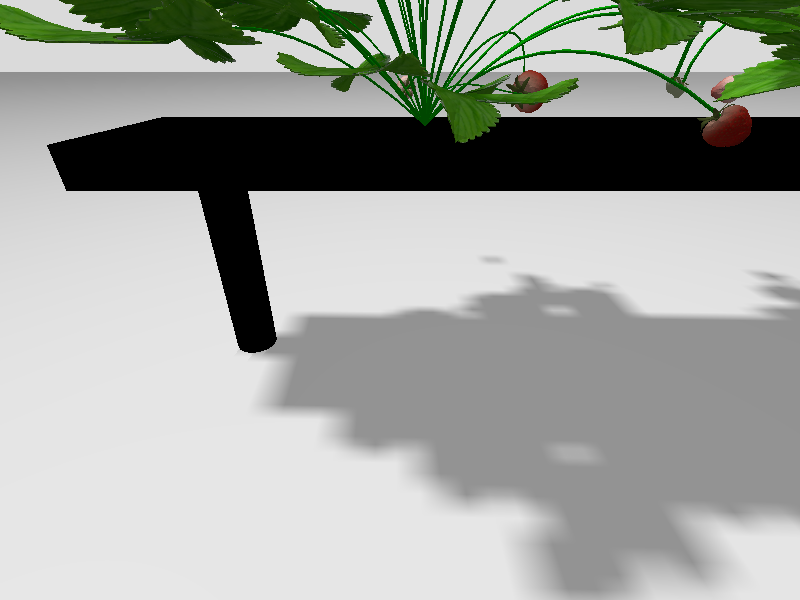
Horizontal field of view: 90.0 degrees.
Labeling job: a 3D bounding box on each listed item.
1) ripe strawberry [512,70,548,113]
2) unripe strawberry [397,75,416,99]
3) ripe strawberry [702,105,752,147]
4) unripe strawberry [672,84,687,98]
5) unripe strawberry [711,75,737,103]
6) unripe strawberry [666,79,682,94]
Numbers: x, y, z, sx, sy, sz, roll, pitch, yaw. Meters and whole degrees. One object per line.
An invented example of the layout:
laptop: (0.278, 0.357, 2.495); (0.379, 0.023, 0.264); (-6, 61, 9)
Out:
ripe strawberry: (0.133, -0.209, 0.403); (0.039, 0.038, 0.036); (-25, 39, -36)
unripe strawberry: (0.008, -0.275, 0.519); (0.025, 0.028, 0.027); (-2, 30, -3)
ripe strawberry: (0.190, -0.099, 0.231); (0.020, 0.022, 0.022); (-41, -4, -48)
unripe strawberry: (0.235, -0.176, 0.338); (0.011, 0.011, 0.010); (4, 31, 6)
unripe strawberry: (0.385, -0.247, 0.471); (0.033, 0.029, 0.030); (-14, 23, -21)
unripe strawberry: (0.202, -0.158, 0.297); (0.010, 0.010, 0.011); (-2, 31, -3)
